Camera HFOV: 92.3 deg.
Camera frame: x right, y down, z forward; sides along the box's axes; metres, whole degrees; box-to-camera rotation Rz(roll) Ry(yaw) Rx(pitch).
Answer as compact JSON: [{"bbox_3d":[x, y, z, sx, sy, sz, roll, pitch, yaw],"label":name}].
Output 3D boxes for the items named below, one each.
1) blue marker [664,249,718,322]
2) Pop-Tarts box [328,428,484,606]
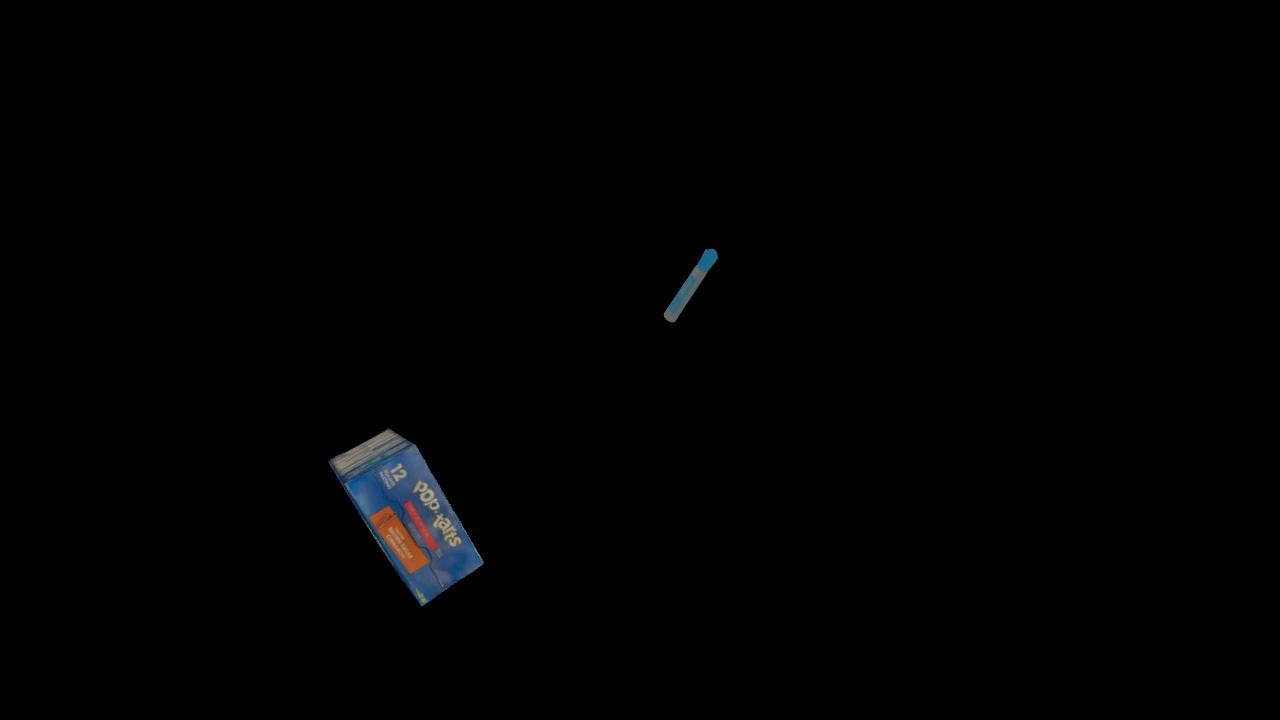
[{"bbox_3d":[0.064,-0.094,0.780,0.020,0.020,0.121,0,-38,-31],"label":"blue marker"},{"bbox_3d":[-0.278,0.178,0.723,0.083,0.167,0.141,-33,20,-28],"label":"Pop-Tarts box"}]
